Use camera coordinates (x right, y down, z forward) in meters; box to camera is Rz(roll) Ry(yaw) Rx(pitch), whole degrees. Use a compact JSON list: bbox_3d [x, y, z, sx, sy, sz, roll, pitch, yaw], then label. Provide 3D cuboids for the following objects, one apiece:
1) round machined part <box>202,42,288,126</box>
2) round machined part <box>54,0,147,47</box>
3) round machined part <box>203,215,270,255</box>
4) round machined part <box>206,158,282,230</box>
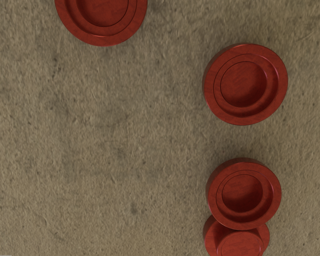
[{"bbox_3d":[0.101,-0.055,0.382,0.099,0.042,0.097,0,110,-1],"label":"round machined part"},{"bbox_3d":[-0.063,-0.143,0.347,0.099,0.042,0.097,0,110,-1],"label":"round machined part"},{"bbox_3d":[0.116,0.169,0.465,0.099,0.042,0.097,0,110,-1],"label":"round machined part"},{"bbox_3d":[0.112,0.087,0.430,0.099,0.042,0.097,0,102,-1],"label":"round machined part"}]
